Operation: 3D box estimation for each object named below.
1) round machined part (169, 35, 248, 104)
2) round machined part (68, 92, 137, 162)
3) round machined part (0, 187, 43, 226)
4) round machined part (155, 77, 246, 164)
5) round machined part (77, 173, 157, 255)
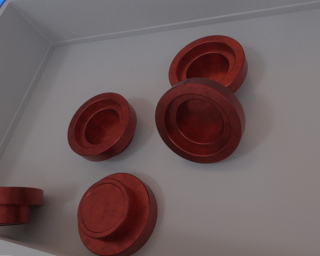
[{"bbox_3d":[0.064,-0.070,0.402,0.098,0.042,0.098,-13,55,20],"label":"round machined part"},{"bbox_3d":[-0.075,0.002,0.431,0.098,0.042,0.098,-13,56,20],"label":"round machined part"},{"bbox_3d":[-0.204,0.105,0.402,0.098,0.098,0.042,-12,71,21],"label":"round machined part"},{"bbox_3d":[0.048,-0.012,0.352,0.098,0.097,0.042,0,28,28],"label":"round machined part"},{"bbox_3d":[-0.056,0.098,0.363,0.098,0.042,0.098,-13,56,20],"label":"round machined part"}]
